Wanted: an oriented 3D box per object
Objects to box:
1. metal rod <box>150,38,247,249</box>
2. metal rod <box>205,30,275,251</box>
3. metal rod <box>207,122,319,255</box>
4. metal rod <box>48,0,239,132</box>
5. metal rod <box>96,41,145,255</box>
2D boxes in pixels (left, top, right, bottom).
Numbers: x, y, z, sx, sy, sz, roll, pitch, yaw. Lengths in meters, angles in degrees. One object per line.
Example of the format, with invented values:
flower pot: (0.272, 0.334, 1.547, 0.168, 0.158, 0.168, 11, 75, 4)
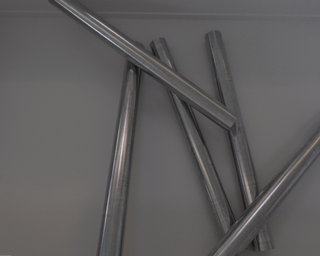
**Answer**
metal rod: (0.043, 0.009, 0.406, 0.025, 0.025, 0.299, -17, 71, -6)
metal rod: (0.099, 0.002, 0.409, 0.025, 0.025, 0.299, -7, 70, -3)
metal rod: (0.164, 0.048, 0.374, 0.025, 0.025, 0.301, 43, 68, 14)
metal rod: (-0.027, -0.094, 0.409, 0.300, 0.025, 0.025, 37, 74, 8)
metal rod: (-0.042, 0.008, 0.370, 0.025, 0.025, 0.300, 3, 56, 1)
